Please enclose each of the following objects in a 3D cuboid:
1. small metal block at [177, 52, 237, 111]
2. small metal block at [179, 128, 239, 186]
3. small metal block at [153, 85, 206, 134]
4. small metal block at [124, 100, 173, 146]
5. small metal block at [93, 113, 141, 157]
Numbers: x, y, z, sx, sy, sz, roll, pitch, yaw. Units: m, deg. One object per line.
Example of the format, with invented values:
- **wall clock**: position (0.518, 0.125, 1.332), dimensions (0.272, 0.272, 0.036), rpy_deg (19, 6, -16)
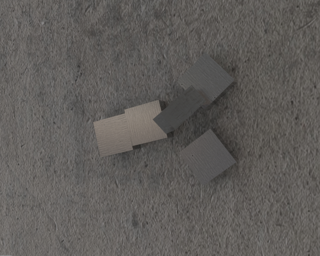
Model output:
- **small metal block**: position (0.059, -0.057, 0.388), dimensions (0.050, 0.025, 0.050), rpy_deg (-46, 76, 14)
- **small metal block**: position (0.061, 0.035, 0.387), dimensions (0.050, 0.025, 0.050), rpy_deg (-39, 78, 15)
- **small metal block**: position (0.022, -0.021, 0.373), dimensions (0.050, 0.050, 0.025), rpy_deg (-43, 93, -13)
- **small metal block**: position (-0.015, -0.006, 0.414), dimensions (0.050, 0.025, 0.050), rpy_deg (-14, 85, 19)
- **small metal block**: position (-0.060, 0.010, 0.430), dimensions (0.050, 0.025, 0.050), rpy_deg (-14, 85, 19)
